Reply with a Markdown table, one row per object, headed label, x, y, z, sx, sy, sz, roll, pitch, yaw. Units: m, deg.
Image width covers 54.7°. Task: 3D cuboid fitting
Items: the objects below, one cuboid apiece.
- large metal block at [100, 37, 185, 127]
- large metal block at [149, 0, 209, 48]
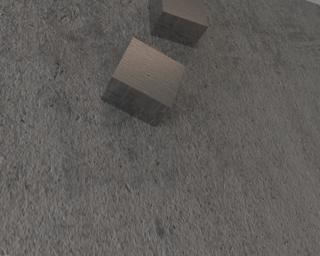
| label | x | y | z | sx | sy | sz | roll | pitch | yaw |
| --- | --- | --- | --- | --- | --- | --- | --- | --- | --- |
| large metal block | -0.021 | -0.061 | 0.413 | 0.080 | 0.050 | 0.080 | 27 | 52 | -11 |
| large metal block | 0.029 | -0.191 | 0.520 | 0.081 | 0.050 | 0.080 | 11 | 57 | -23 |
